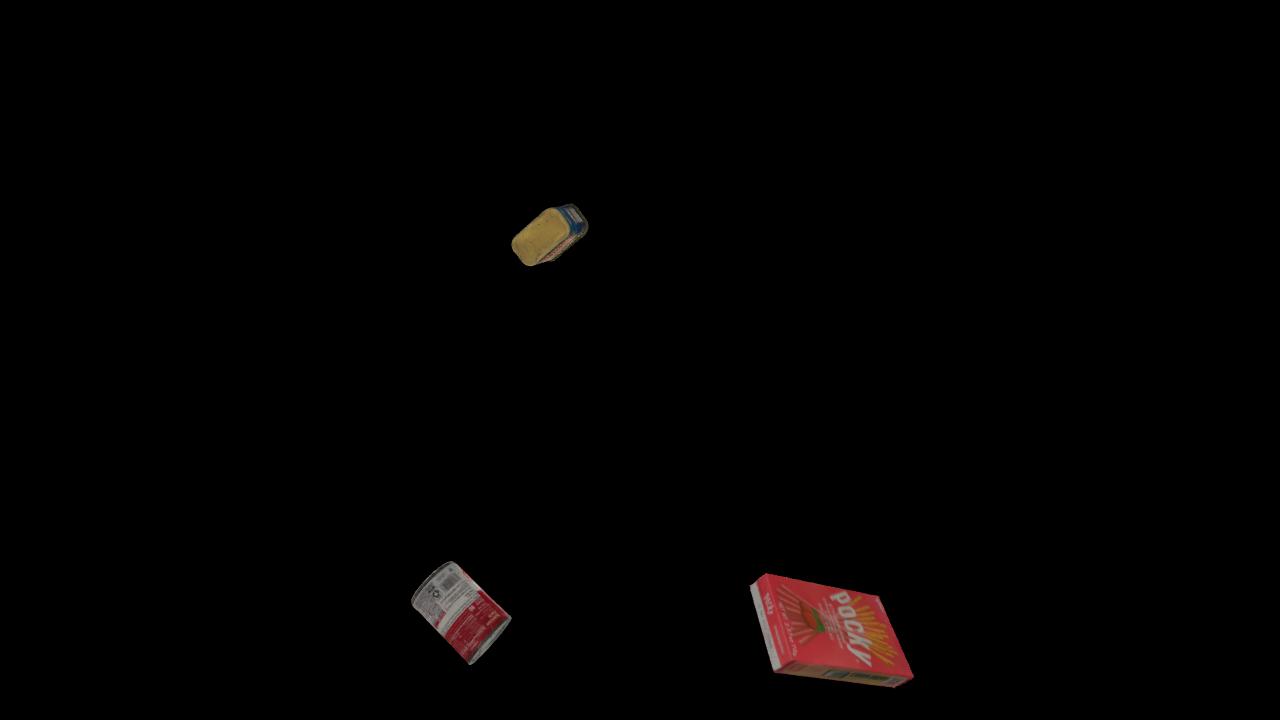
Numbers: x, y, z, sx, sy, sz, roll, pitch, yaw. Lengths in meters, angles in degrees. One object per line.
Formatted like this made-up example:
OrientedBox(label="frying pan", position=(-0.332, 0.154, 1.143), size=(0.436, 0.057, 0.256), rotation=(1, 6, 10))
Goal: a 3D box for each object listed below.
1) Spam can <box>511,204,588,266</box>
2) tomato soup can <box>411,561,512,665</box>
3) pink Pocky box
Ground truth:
OrientedBox(label="Spam can", position=(-0.139, -0.193, 0.951), size=(0.101, 0.058, 0.085), rotation=(-36, 5, 19))
OrientedBox(label="tomato soup can", position=(-0.212, 0.298, 0.729), size=(0.101, 0.068, 0.068), rotation=(38, 10, 12))
OrientedBox(label="pink Pocky box", position=(0.182, 0.257, 0.584), size=(0.155, 0.029, 0.084), rotation=(19, 35, -23))
